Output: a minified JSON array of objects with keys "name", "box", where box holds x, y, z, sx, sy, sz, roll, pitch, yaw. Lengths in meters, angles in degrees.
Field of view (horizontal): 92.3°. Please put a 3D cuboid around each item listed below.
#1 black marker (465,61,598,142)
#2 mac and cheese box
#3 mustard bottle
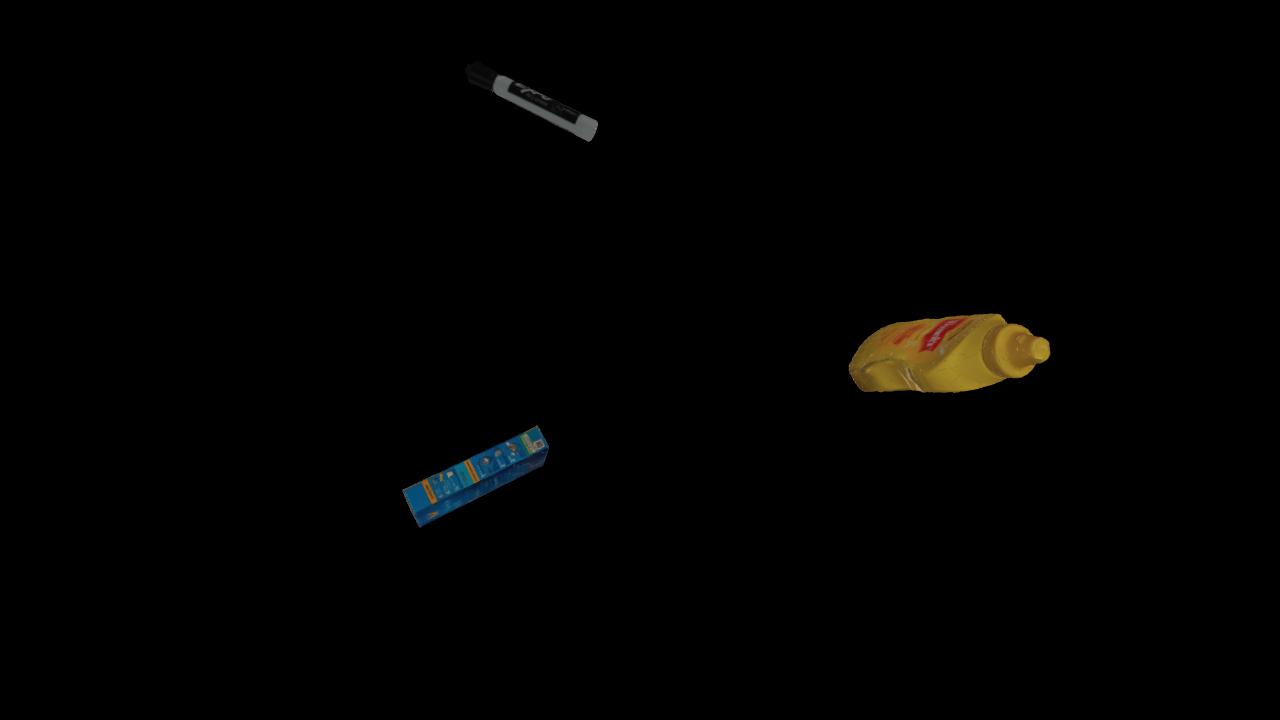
[{"name":"black marker","box":[-0.094,-0.223,0.528,0.121,0.020,0.020,26,-1,-1]},{"name":"mac and cheese box","box":[-0.214,0.155,0.816,0.184,0.041,0.093,-24,-16,-23]},{"name":"mustard bottle","box":[0.271,-0.005,0.538,0.092,0.054,0.184,-30,7,-14]}]
